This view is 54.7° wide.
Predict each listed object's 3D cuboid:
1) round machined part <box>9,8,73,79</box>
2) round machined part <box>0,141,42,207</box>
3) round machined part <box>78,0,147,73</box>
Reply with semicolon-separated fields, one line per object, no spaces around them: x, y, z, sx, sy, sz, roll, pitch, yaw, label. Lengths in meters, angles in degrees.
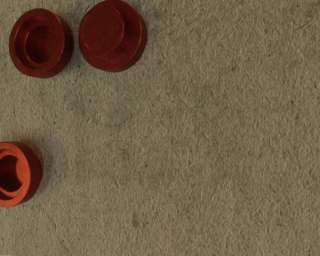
-0.170;-0.122;0.460;0.098;0.042;0.097;0;90;20;round machined part
-0.224;0.069;0.479;0.098;0.042;0.097;0;90;20;round machined part
-0.071;-0.128;0.425;0.098;0.042;0.097;0;90;20;round machined part
